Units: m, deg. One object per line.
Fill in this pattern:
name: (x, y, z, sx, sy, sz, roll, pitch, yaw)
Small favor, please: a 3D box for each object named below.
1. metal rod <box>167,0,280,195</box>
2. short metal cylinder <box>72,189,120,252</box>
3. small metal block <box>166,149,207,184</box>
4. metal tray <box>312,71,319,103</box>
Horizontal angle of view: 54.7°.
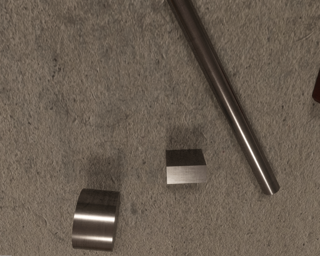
metal rod: (0.088, -0.035, 0.398, 0.025, 0.025, 0.299, -27, 108, 9)
short metal cylinder: (-0.085, 0.126, 0.426, 0.050, 0.080, 0.079, 6, 110, -3)
small metal block: (0.034, 0.050, 0.416, 0.050, 0.050, 0.025, -2, 110, 0)
metal tray: (0.271, -0.067, 0.386, 0.131, 0.030, 0.089, 6, 110, -3)
